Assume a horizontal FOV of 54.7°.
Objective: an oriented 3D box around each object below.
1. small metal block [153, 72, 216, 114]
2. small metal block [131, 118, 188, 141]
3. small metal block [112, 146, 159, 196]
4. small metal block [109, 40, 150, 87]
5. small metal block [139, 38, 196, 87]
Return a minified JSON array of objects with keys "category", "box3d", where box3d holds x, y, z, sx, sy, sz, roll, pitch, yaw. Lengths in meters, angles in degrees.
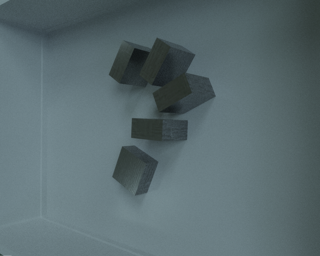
[{"category":"small metal block","box3d":[0.029,-0.039,0.367,0.050,0.050,0.025,-29,72,36]},{"category":"small metal block","box3d":[0.000,0.001,0.391,0.050,0.050,0.025,4,93,40]},{"category":"small metal block","box3d":[-0.036,0.059,0.436,0.050,0.025,0.050,31,109,35]},{"category":"small metal block","box3d":[-0.034,-0.085,0.419,0.025,0.050,0.050,40,115,32]},{"category":"small metal block","box3d":[0.009,-0.078,0.383,0.025,0.050,0.050,42,116,32]}]
